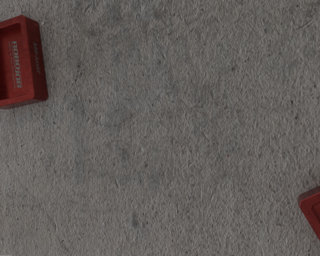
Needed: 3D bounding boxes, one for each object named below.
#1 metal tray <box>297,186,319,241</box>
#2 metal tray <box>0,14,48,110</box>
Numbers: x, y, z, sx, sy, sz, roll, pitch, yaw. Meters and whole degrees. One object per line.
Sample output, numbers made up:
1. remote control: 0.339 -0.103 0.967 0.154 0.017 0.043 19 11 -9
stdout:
1. metal tray: 0.229 0.088 0.325 0.130 0.030 0.090 -31 80 17
2. metal tray: -0.230 -0.100 0.487 0.090 0.030 0.129 -9 87 19
